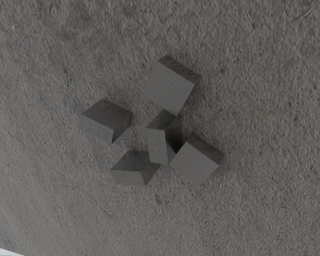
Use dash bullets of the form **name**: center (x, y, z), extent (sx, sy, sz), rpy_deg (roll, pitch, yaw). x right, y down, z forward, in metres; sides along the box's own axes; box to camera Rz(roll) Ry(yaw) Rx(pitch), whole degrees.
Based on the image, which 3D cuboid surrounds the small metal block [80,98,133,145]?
- **small metal block**: center (-0.073, -0.010, 0.423), extent (0.050, 0.050, 0.025), rpy_deg (25, 127, 12)

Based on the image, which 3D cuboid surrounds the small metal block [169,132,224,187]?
- **small metal block**: center (0.047, 0.042, 0.408), extent (0.050, 0.025, 0.050), rpy_deg (36, 129, 4)

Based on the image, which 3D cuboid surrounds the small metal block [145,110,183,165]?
- **small metal block**: center (0.007, 0.011, 0.394), extent (0.025, 0.050, 0.050), rpy_deg (8, 122, 24)

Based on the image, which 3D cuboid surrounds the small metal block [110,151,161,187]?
- **small metal block**: center (-0.034, 0.057, 0.444), extent (0.050, 0.050, 0.025), rpy_deg (-1, 118, 29)

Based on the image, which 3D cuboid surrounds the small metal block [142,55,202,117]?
- **small metal block**: center (0.014, -0.050, 0.369), extent (0.050, 0.025, 0.050), rpy_deg (33, 129, 6)
